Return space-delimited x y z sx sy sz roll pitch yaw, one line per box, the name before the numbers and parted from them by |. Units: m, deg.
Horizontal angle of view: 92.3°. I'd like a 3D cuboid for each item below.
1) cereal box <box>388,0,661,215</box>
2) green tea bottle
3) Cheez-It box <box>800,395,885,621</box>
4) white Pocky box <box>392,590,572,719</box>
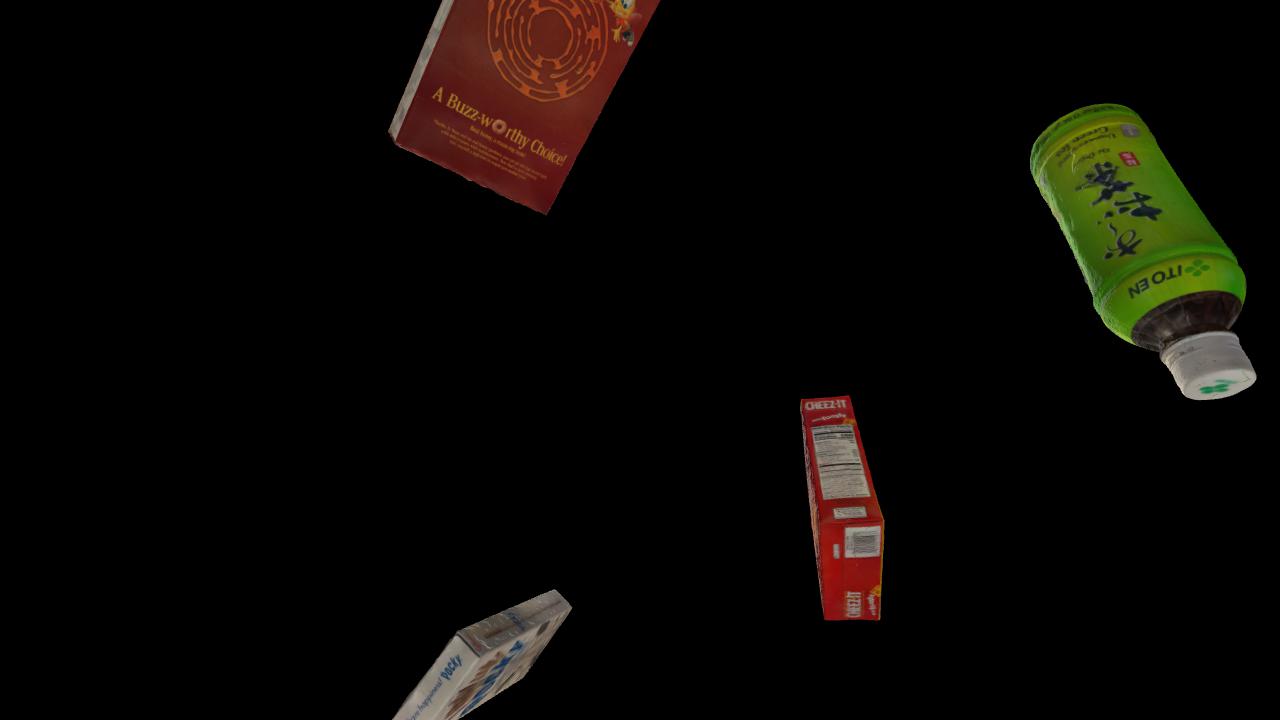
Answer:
cereal box | -0.132 -0.350 0.713 0.203 0.306 0.081 18 22 -37
green tea bottle | 0.310 -0.072 0.380 0.073 0.212 0.073 2 -37 2
Cheez-It box | 0.242 0.172 0.750 0.071 0.166 0.223 -5 32 13
white Pocky box | -0.116 0.236 0.489 0.028 0.084 0.154 37 4 21
